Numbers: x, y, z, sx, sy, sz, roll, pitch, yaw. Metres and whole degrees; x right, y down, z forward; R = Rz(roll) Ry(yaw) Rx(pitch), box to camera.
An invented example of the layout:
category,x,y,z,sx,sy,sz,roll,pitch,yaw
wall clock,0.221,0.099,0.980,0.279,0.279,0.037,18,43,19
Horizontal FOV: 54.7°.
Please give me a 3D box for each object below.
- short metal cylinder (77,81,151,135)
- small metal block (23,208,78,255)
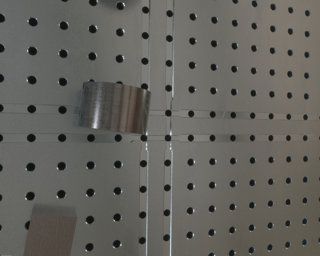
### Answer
category,x,y,z,sx,sy,sz,roll,pitch,yaw
short metal cylinder,-0.053,-0.021,0.364,0.081,0.080,0.050,8,88,-20
small metal block,-0.129,0.125,0.365,0.050,0.025,0.050,11,86,-20
